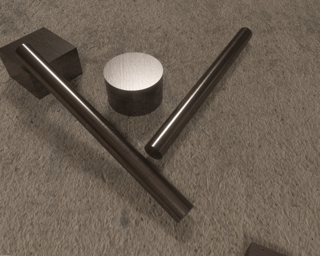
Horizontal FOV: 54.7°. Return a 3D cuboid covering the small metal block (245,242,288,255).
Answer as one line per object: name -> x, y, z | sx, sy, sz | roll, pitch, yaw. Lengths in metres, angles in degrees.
small metal block -> 0.101, 0.142, 0.285 | 0.050, 0.025, 0.050 | 19, 52, 14

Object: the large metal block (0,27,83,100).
large metal block -> -0.179, -0.100, 0.469 | 0.080, 0.050, 0.080 | 34, 58, 25

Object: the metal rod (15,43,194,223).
metal rod -> -0.078, -0.006, 0.372 | 0.300, 0.025, 0.025 | 43, 61, 17

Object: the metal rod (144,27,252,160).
metal rod -> 0.071, -0.068, 0.460 | 0.025, 0.025, 0.301 | 26, 54, 19

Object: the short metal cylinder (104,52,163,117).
short metal cylinder -> -0.036, -0.062, 0.439 | 0.081, 0.050, 0.080 | 0, 50, 0
